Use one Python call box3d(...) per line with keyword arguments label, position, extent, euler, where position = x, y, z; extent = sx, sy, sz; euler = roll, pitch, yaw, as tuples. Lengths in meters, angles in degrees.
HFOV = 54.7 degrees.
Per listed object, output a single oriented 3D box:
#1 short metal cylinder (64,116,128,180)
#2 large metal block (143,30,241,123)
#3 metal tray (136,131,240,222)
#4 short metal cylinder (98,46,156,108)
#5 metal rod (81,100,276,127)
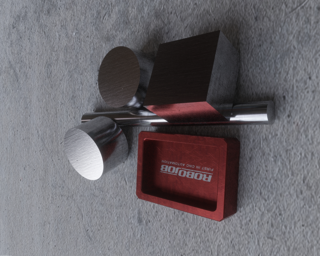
box3d(label="short metal cylinder", position=(-0.093, 0.028, 0.451), extent=(0.080, 0.050, 0.079), euler=(18, 121, 32))
box3d(label="large metal block", position=(0.036, -0.053, 0.344), extent=(0.080, 0.050, 0.080), euler=(-1, 68, 40))
box3d(label="metal tray", position=(0.029, 0.052, 0.378), extent=(0.130, 0.030, 0.089), euler=(5, 93, 39))
box3d(label="short metal cylinder", position=(-0.039, -0.066, 0.422), extent=(0.080, 0.050, 0.080), euler=(0, 89, 40))
box3d(label="metal rod", position=(-0.002, -0.014, 0.410), extent=(0.300, 0.025, 0.025), euler=(-1, 90, 40))
